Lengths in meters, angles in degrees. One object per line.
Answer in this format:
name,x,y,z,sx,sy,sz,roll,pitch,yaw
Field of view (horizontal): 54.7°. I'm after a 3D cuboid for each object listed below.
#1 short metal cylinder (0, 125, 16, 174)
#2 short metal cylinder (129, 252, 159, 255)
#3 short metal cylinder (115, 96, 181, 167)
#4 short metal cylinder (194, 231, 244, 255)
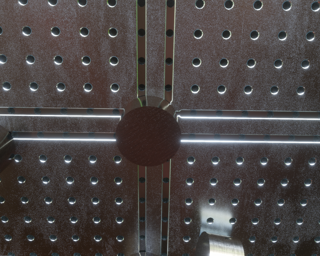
short metal cylinder,-0.243,0.033,0.409,0.081,0.050,0.079,0,110,-1
short metal cylinder,-0.026,0.247,0.491,0.081,0.050,0.079,0,110,-1
short metal cylinder,-0.014,0.003,0.401,0.081,0.050,0.079,0,110,-1
short metal cylinder,0.085,0.199,0.459,0.050,0.080,0.079,12,110,-5
